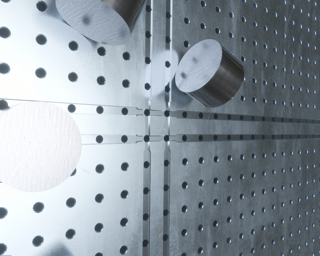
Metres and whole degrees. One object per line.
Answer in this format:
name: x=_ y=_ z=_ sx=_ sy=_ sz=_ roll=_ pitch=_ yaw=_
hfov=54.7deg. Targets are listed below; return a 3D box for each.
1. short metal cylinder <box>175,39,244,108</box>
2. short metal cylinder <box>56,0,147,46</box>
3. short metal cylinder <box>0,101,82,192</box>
short metal cylinder: x=0.068 y=-0.075 z=0.429 sx=0.050 sy=0.080 sz=0.080 roll=28 pitch=73 yaw=-37
short metal cylinder: x=-0.059 y=-0.131 z=0.323 sx=0.080 sy=0.080 sz=0.050 roll=32 pitch=70 yaw=-36
short metal cylinder: x=-0.122 y=0.016 z=0.290 sx=0.081 sy=0.050 sz=0.079 roll=0 pitch=90 yaw=-40
